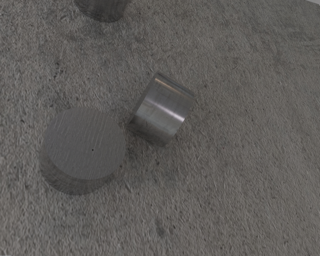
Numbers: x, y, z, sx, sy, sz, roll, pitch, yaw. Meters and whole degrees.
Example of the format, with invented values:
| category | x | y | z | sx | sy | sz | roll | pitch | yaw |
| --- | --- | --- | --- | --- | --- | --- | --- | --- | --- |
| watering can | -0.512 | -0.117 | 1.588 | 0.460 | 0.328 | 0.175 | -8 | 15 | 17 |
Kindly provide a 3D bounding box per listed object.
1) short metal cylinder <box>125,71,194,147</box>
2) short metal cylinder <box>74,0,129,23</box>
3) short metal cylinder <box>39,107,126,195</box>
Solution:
| category | x | y | z | sx | sy | sz | roll | pitch | yaw |
| --- | --- | --- | --- | --- | --- | --- | --- | --- | --- |
| short metal cylinder | -0.001 | -0.023 | 0.382 | 0.050 | 0.080 | 0.080 | 30 | 52 | -9 |
| short metal cylinder | -0.085 | -0.208 | 0.468 | 0.081 | 0.050 | 0.080 | 14 | 56 | -21 |
| short metal cylinder | -0.083 | 0.025 | 0.328 | 0.081 | 0.050 | 0.080 | 14 | 56 | -21 |
